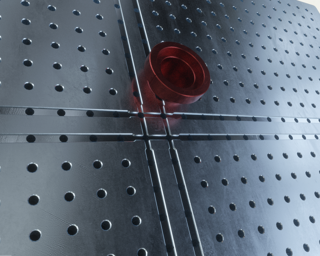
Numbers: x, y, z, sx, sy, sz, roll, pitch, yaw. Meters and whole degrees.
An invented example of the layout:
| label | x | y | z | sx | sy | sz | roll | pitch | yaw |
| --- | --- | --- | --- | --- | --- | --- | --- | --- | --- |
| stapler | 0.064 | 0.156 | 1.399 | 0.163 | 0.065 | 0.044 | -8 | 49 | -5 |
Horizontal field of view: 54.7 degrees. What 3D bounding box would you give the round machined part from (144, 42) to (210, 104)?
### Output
| label | x | y | z | sx | sy | sz | roll | pitch | yaw |
| --- | --- | --- | --- | --- | --- | --- | --- | --- | --- |
| round machined part | 0.022 | -0.076 | 0.457 | 0.099 | 0.042 | 0.098 | 14 | 56 | -21 |
